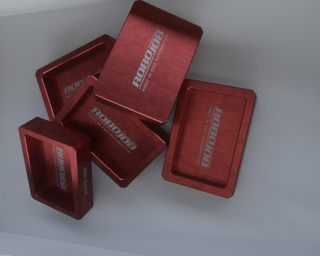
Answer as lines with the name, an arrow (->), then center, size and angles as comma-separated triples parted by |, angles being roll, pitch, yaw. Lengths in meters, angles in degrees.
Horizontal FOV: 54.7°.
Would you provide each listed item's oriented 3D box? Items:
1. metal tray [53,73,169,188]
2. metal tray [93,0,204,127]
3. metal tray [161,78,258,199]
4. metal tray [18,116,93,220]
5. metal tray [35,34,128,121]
metal tray -> -0.063, 0.004, 0.404 | 0.130, 0.030, 0.090 | 43, 110, -1
metal tray -> -0.013, -0.077, 0.373 | 0.090, 0.030, 0.130 | 23, 78, -5
metal tray -> 0.061, 0.011, 0.384 | 0.090, 0.030, 0.129 | 13, 94, 19
metal tray -> -0.139, 0.057, 0.422 | 0.090, 0.030, 0.129 | 18, 125, 19
metal tray -> -0.107, -0.064, 0.442 | 0.130, 0.030, 0.090 | -22, 83, 18
